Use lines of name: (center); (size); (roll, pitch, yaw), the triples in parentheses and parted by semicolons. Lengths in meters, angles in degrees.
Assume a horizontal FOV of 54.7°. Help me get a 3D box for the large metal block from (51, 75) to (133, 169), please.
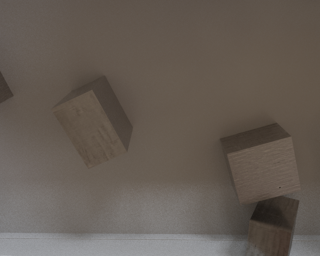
large metal block: (-0.077, -0.010, 0.377); (0.050, 0.080, 0.080); (-24, 109, 8)

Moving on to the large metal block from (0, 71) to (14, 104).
large metal block: (-0.230, -0.056, 0.359); (0.050, 0.080, 0.080); (-19, 109, 7)

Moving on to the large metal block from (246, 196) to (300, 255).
large metal block: (0.156, 0.148, 0.430); (0.050, 0.080, 0.079); (11, 113, 27)

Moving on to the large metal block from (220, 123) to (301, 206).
large metal block: (0.133, 0.048, 0.417); (0.080, 0.050, 0.080); (-16, 110, 6)
